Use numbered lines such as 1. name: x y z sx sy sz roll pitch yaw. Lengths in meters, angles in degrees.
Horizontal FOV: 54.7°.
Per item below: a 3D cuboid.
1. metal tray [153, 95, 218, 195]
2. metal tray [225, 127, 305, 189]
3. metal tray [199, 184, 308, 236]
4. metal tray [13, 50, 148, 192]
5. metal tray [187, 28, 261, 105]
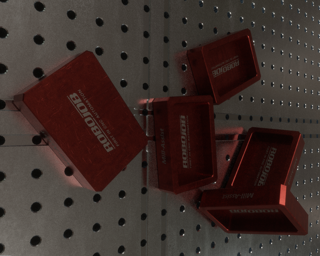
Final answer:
1. metal tray: 0.038 0.020 0.440 0.091 0.030 0.129 -7 95 -40
2. metal tray: 0.174 0.063 0.514 0.030 0.090 0.130 47 61 -41
3. metal tray: 0.135 0.123 0.455 0.090 0.130 0.030 46 48 -31
4. metal tray: -0.079 -0.006 0.341 0.090 0.030 0.130 -46 118 -30
5. metal tray: 0.108 -0.100 0.498 0.131 0.030 0.089 -30 109 -36
